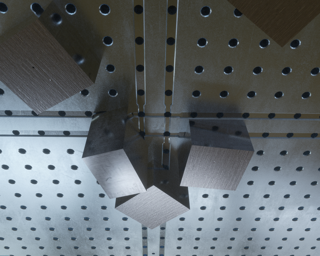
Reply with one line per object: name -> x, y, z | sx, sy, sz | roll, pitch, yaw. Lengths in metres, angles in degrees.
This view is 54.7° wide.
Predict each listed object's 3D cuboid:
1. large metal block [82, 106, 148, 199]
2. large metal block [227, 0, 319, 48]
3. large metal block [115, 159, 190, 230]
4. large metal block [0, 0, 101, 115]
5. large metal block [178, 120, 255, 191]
large metal block -> -0.053, 0.032, 0.402 | 0.050, 0.080, 0.080 | -14, 129, 11
large metal block -> 0.110, -0.136, 0.281 | 0.080, 0.050, 0.080 | 30, 124, -23
large metal block -> -0.011, 0.106, 0.486 | 0.080, 0.050, 0.080 | -35, 122, 26
large metal block -> -0.124, -0.073, 0.332 | 0.080, 0.050, 0.080 | -25, 126, 19
large metal block -> 0.073, 0.039, 0.430 | 0.081, 0.050, 0.079 | 6, 130, -6
